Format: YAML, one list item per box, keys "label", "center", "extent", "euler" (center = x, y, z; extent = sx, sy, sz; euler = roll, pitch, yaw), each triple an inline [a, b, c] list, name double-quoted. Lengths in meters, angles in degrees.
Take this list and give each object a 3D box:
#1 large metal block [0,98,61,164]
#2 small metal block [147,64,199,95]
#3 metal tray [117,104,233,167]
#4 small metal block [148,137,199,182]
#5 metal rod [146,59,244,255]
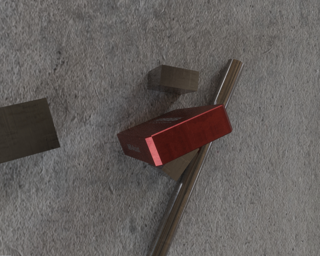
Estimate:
- label: "large metal block"
  center: [-0.154, 0.005, 0.323]
  extent: [0.081, 0.080, 0.050]
  euler: [-16, 96, -20]
- label: "small metal block"
  center: [0.016, -0.061, 0.403]
  extent: [0.050, 0.050, 0.025]
  euler: [7, 88, -20]
- label: "metal tray"
  center: [0.010, 0.005, 0.358]
  extent: [0.091, 0.130, 0.030]
  euler: [-23, 98, -19]
- label: "small metal block"
  center: [0.017, 0.038, 0.403]
  extent: [0.025, 0.050, 0.050]
  euler: [41, 77, -16]
- label: "metal rod"
  center: [0.051, 0.041, 0.429]
  extent: [0.025, 0.025, 0.299]
  euler: [27, 81, -19]
